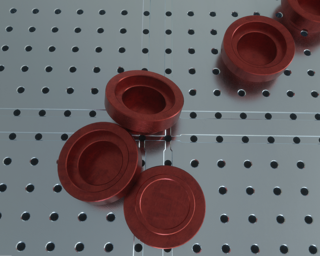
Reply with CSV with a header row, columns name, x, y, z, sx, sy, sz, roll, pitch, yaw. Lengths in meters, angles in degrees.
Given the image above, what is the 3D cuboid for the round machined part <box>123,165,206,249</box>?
name,x,y,z,sx,sy,sz,roll,pitch,yaw
round machined part,0.006,0.092,0.369,0.099,0.042,0.098,0,70,-1

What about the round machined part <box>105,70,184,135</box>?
name,x,y,z,sx,sy,sz,roll,pitch,yaw
round machined part,-0.022,-0.029,0.400,0.099,0.042,0.098,8,45,-8

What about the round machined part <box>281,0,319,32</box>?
name,x,y,z,sx,sy,sz,roll,pitch,yaw
round machined part,0.235,-0.188,0.474,0.099,0.042,0.098,0,70,-1

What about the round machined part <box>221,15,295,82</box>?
name,x,y,z,sx,sy,sz,roll,pitch,yaw
round machined part,0.136,-0.108,0.444,0.099,0.042,0.098,0,70,-1

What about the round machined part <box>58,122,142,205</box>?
name,x,y,z,sx,sy,sz,roll,pitch,yaw
round machined part,-0.070,0.045,0.379,0.098,0.042,0.098,-4,66,9
